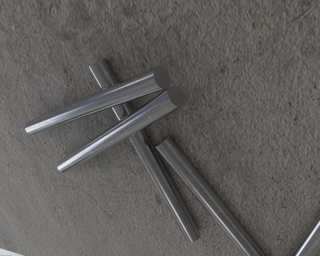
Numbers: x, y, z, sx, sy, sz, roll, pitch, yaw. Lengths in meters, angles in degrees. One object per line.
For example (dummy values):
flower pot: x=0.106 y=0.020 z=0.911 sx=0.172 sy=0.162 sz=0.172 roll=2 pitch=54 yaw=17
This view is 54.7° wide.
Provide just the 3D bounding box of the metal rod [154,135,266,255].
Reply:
metal rod: x=0.095 y=0.133 z=0.438 sx=0.025 sy=0.025 sz=0.300 roll=-32 pitch=101 yaw=38

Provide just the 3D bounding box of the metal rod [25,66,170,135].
metal rod: x=-0.106 y=-0.026 z=0.420 sx=0.299 sy=0.025 sz=0.025 roll=-13 pitch=112 yaw=42

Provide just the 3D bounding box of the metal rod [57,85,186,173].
metal rod: x=-0.074 y=0.016 z=0.428 sx=0.299 sy=0.025 sz=0.025 roll=-28 pitch=103 yaw=46

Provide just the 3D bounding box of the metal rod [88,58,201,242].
metal rod: x=-0.015 y=0.043 z=0.440 sx=0.025 sy=0.025 sz=0.299 roll=-16 pitch=110 yaw=34

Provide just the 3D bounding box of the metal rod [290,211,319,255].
metal rod: x=0.204 y=0.088 z=0.353 sx=0.025 sy=0.025 sz=0.298 roll=21 pitch=127 yaw=16
